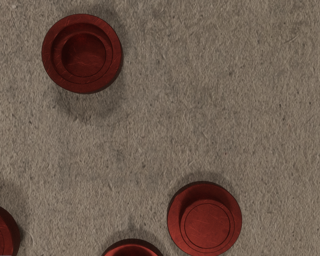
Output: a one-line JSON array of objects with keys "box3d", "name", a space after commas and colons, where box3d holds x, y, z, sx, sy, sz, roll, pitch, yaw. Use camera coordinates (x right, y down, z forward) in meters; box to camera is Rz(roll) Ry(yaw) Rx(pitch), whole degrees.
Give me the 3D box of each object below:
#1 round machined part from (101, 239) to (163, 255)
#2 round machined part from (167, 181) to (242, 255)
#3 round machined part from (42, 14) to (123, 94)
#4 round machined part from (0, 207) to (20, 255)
[{"box3d": [-0.038, 0.199, 0.401, 0.099, 0.042, 0.097, 0, 90, -1], "name": "round machined part"}, {"box3d": [0.058, 0.121, 0.402, 0.099, 0.042, 0.097, 0, 90, -1], "name": "round machined part"}, {"box3d": [-0.096, -0.092, 0.400, 0.099, 0.042, 0.097, 0, 90, -1], "name": "round machined part"}, {"box3d": [-0.229, 0.143, 0.399, 0.099, 0.042, 0.097, 0, 90, -1], "name": "round machined part"}]
